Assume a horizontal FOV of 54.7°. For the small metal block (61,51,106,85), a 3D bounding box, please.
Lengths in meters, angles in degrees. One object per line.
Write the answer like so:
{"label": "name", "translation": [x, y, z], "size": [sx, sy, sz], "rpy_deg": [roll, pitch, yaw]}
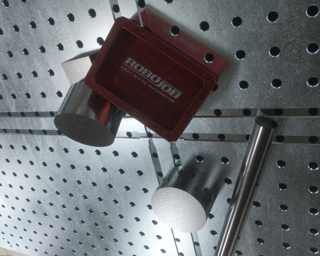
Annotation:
{"label": "small metal block", "translation": [-0.098, -0.072, 0.418], "size": [0.050, 0.025, 0.050], "rpy_deg": [-5, 116, 30]}

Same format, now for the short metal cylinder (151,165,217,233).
{"label": "short metal cylinder", "translation": [0.034, 0.100, 0.439], "size": [0.080, 0.050, 0.079], "rpy_deg": [13, 124, 21]}

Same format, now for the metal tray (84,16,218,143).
{"label": "metal tray", "translation": [-0.011, -0.055, 0.359], "size": [0.130, 0.030, 0.090], "rpy_deg": [34, 107, 5]}

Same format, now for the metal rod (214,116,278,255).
{"label": "metal rod", "translation": [0.106, 0.117, 0.427], "size": [0.025, 0.025, 0.298], "rpy_deg": [18, 126, 18]}

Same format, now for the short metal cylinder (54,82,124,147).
{"label": "short metal cylinder", "translation": [-0.092, -0.016, 0.413], "size": [0.080, 0.050, 0.080], "rpy_deg": [11, 149, 7]}
